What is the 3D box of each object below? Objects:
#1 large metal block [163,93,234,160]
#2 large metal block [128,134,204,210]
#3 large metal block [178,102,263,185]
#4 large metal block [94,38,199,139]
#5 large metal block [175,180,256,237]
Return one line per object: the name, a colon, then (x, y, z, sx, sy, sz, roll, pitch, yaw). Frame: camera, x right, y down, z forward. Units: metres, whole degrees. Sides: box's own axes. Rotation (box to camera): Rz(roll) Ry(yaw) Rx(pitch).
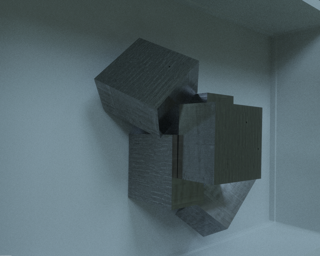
large metal block: (0.048, -0.001, 0.407, 0.050, 0.080, 0.080, 1, 89, -40)
large metal block: (0.006, 0.047, 0.374, 0.050, 0.080, 0.080, 1, 89, -40)
large metal block: (0.067, 0.016, 0.340, 0.081, 0.050, 0.080, 2, 89, -40)
large metal block: (-0.012, -0.047, 0.349, 0.080, 0.080, 0.050, -51, 155, -28)
large metal block: (0.074, 0.094, 0.421, 0.050, 0.080, 0.080, 38, 61, 5)
